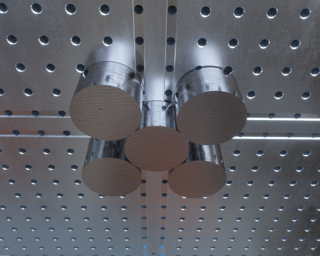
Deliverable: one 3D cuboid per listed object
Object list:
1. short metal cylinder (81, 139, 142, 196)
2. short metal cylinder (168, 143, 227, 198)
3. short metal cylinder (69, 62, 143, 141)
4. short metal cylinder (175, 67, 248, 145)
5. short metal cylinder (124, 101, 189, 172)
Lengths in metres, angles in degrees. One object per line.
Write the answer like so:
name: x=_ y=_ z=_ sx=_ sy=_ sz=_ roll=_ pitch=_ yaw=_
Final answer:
short metal cylinder: x=-0.065 y=0.052 z=0.437 sx=0.081 sy=0.050 sz=0.079 roll=0 pitch=130 yaw=0
short metal cylinder: x=0.051 y=0.056 z=0.443 sx=0.081 sy=0.050 sz=0.079 roll=0 pitch=130 yaw=0
short metal cylinder: x=-0.061 y=-0.031 z=0.367 sx=0.081 sy=0.050 sz=0.079 roll=0 pitch=130 yaw=0
short metal cylinder: x=0.059 y=-0.025 z=0.372 sx=0.081 sy=0.050 sz=0.079 roll=0 pitch=130 yaw=0
short metal cylinder: x=-0.004 y=0.012 z=0.404 sx=0.081 sy=0.050 sz=0.079 roll=0 pitch=130 yaw=0
